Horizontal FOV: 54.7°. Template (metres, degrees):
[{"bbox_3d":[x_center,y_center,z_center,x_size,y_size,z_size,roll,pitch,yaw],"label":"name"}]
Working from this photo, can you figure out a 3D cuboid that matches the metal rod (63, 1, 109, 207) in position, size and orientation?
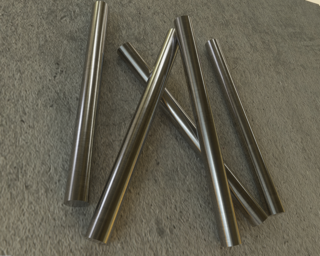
[{"bbox_3d":[-0.086,-0.052,0.388,0.025,0.025,0.299,13,56,-21],"label":"metal rod"}]

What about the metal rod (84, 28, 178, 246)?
[{"bbox_3d":[-0.020,-0.012,0.377,0.025,0.025,0.300,26,59,-12],"label":"metal rod"}]

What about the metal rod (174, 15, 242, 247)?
[{"bbox_3d":[0.058,-0.006,0.398,0.025,0.025,0.299,-3,76,-30],"label":"metal rod"}]

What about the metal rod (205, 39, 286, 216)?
[{"bbox_3d":[0.123,-0.015,0.479,0.025,0.025,0.299,0,62,-28],"label":"metal rod"}]

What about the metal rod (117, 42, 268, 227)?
[{"bbox_3d":[0.039,0.003,0.422,0.025,0.025,0.300,-31,79,-38],"label":"metal rod"}]
